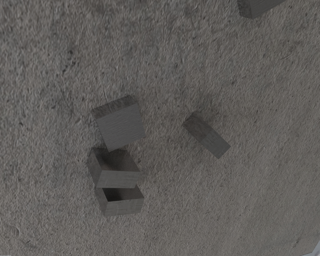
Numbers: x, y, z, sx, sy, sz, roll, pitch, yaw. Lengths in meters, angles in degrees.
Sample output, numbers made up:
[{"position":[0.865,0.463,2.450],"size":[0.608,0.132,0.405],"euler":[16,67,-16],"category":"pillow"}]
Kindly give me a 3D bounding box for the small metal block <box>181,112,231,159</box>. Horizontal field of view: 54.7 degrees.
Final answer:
[{"position":[0.064,0.010,0.432],"size":[0.025,0.050,0.050],"euler":[-47,129,4],"category":"small metal block"}]

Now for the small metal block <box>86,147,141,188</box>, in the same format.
[{"position":[-0.059,0.050,0.389],"size":[0.050,0.050,0.025],"euler":[8,114,-32],"category":"small metal block"}]

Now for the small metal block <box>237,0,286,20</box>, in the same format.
[{"position":[0.119,-0.166,0.369],"size":[0.050,0.025,0.050],"euler":[-32,129,-8],"category":"small metal block"}]

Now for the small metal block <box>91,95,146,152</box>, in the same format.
[{"position":[-0.050,-0.006,0.376],"size":[0.050,0.025,0.050],"euler":[-24,127,-14],"category":"small metal block"}]

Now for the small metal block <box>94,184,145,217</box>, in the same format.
[{"position":[-0.055,0.090,0.416],"size":[0.050,0.050,0.025],"euler":[2,118,-29],"category":"small metal block"}]
